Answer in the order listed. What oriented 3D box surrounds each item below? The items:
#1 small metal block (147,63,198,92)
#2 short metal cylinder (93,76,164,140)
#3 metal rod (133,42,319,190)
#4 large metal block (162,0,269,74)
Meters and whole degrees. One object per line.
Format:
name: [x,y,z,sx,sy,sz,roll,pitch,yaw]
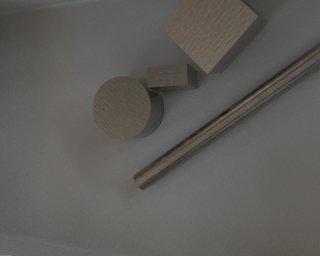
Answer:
small metal block: [0.017,-0.062,0.391,0.050,0.050,0.025,-2,90,19]
short metal cylinder: [-0.040,-0.025,0.410,0.080,0.050,0.079,0,90,19]
metal rod: [0.088,-0.013,0.379,0.300,0.025,0.025,-37,79,16]
large metal block: [0.064,-0.121,0.364,0.080,0.050,0.080,48,120,13]
